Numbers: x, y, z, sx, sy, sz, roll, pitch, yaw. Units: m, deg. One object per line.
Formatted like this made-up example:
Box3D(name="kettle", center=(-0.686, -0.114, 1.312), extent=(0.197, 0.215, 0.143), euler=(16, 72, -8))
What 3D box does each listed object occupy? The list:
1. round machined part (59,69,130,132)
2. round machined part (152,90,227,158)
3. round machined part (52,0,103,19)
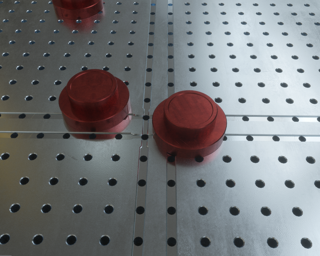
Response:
Box3D(name="round machined part", center=(-0.092, -0.045, 0.435), extent=(0.099, 0.042, 0.098), euler=(0, 50, 0))
Box3D(name="round machined part", center=(0.039, -0.012, 0.407), extent=(0.099, 0.042, 0.098), euler=(0, 50, 0))
Box3D(name="round machined part", center=(-0.165, -0.261, 0.615), extent=(0.099, 0.042, 0.098), euler=(0, 50, 0))
